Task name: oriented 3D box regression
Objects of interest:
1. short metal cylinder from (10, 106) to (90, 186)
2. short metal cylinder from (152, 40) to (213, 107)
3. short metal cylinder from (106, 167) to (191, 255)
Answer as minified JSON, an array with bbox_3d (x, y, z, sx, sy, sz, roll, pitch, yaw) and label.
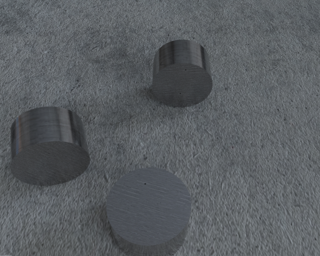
[{"bbox_3d":[-0.123,0.022,0.348,0.081,0.080,0.050,-13,51,-11],"label":"short metal cylinder"},{"bbox_3d":[0.030,-0.074,0.430,0.080,0.080,0.050,1,50,0],"label":"short metal cylinder"},{"bbox_3d":[-0.010,0.087,0.313,0.080,0.050,0.080,0,50,0],"label":"short metal cylinder"}]
